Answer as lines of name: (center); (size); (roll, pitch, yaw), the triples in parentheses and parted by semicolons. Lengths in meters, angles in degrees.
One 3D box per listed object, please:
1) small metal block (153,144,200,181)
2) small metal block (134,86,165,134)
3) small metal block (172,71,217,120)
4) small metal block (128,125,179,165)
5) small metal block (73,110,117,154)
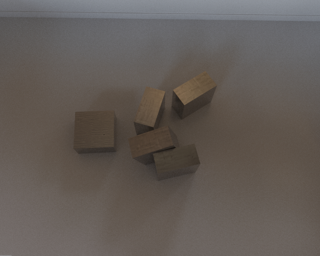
small metal block: (0.019, 0.043, 0.381); (0.050, 0.050, 0.025); (-12, 71, -5)
small metal block: (-0.012, -0.018, 0.403); (0.025, 0.050, 0.050); (16, 71, 6)
small metal block: (0.044, -0.042, 0.412); (0.050, 0.050, 0.025); (-32, 73, -11)
small metal block: (-0.005, 0.023, 0.382); (0.050, 0.050, 0.025); (-18, 70, 9)
small metal block: (-0.084, 0.005, 0.407); (0.050, 0.025, 0.050); (-2, 70, -1)
